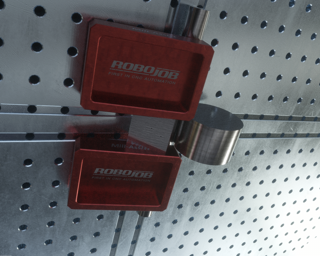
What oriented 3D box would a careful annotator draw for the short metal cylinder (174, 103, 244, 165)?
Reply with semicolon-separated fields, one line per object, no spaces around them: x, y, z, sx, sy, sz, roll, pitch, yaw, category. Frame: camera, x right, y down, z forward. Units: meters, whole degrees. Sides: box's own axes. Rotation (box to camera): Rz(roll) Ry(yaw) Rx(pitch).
0.063;0.006;0.410;0.081;0.080;0.050;0;119;-29;short metal cylinder

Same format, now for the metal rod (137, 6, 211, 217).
0.011;-0.004;0.410;0.025;0.025;0.298;0;118;-29;metal rod

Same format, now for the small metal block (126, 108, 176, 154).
-0.010;-0.001;0.386;0.050;0.025;0.050;15;114;-1;small metal block

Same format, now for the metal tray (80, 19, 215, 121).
-0.016;-0.060;0.340;0.131;0.030;0.089;6;116;-18;metal tray

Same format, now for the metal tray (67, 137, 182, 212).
-0.047;0.062;0.399;0.131;0.030;0.089;6;116;-18;metal tray
